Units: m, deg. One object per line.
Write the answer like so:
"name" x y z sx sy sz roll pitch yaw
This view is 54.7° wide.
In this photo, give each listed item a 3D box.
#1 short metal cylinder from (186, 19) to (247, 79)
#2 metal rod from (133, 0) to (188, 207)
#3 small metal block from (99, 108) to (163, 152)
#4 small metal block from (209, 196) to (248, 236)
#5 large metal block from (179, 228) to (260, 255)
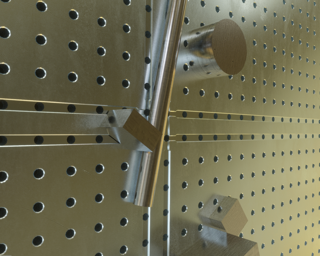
"short metal cylinder" 0.085 -0.116 0.464 0.081 0.050 0.080 0 90 -40
"metal rod" 0.003 -0.048 0.411 0.025 0.025 0.299 16 80 -39
"small metal block" -0.034 0.003 0.364 0.050 0.050 0.025 42 65 -32
"small metal block" 0.112 0.148 0.503 0.050 0.025 0.050 -43 116 -32
"large metal block" 0.088 0.197 0.447 0.081 0.080 0.050 -23 105 -38
